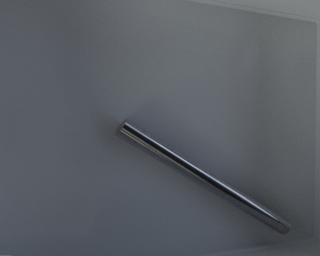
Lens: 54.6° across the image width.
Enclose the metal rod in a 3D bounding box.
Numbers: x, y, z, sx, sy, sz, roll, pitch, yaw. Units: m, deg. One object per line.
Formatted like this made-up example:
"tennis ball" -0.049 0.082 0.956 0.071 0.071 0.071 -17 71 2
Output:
"metal rod" 0.072 0.076 0.436 0.301 0.025 0.025 33 80 -17
